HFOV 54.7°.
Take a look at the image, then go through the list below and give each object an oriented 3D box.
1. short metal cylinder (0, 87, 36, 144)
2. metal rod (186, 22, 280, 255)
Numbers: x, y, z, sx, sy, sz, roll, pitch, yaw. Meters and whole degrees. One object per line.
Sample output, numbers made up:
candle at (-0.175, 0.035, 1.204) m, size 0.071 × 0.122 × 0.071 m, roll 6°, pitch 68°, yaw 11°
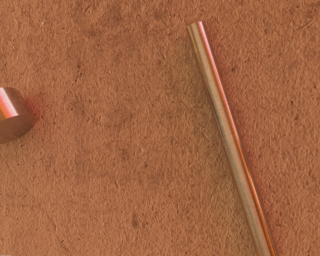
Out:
short metal cylinder at (-0.236, -0.017, 0.463) m, size 0.080 × 0.080 × 0.050 m, roll -37°, pitch 78°, yaw 16°
metal rod at (0.087, 0.014, 0.378) m, size 0.025 × 0.025 × 0.299 m, roll -18°, pitch 84°, yaw 19°
